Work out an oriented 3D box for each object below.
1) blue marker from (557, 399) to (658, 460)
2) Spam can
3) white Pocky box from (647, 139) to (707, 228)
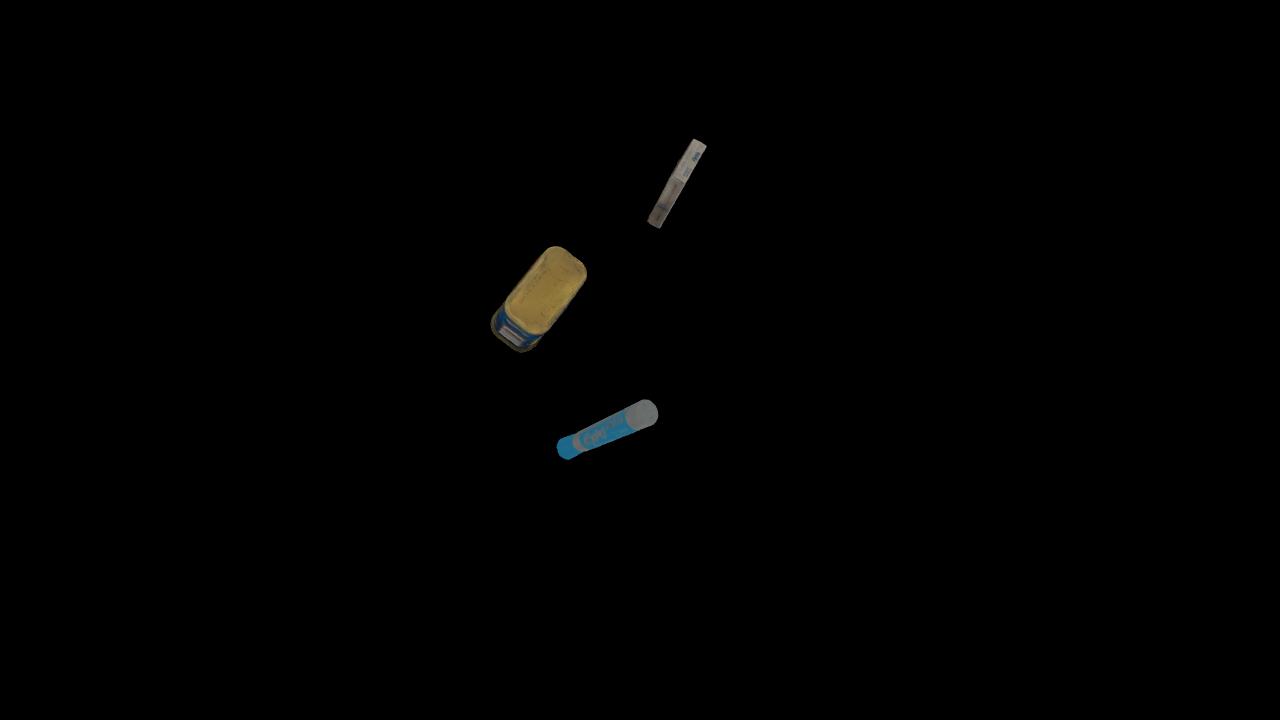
[{"bbox_3d":[-0.029,0.055,0.466,0.020,0.020,0.121,0,-19,-37],"label":"blue marker"},{"bbox_3d":[-0.108,-0.064,0.660,0.058,0.101,0.085,38,-20,-12],"label":"Spam can"},{"bbox_3d":[0.056,-0.283,0.999,0.028,0.084,0.154,29,-18,-5],"label":"white Pocky box"}]
